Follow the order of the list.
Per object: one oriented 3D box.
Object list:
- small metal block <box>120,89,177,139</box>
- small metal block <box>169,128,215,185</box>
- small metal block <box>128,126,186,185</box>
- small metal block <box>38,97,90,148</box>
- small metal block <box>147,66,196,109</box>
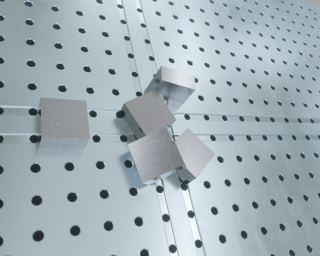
[{"bbox_3d":[-0.016,-0.016,0.405,0.050,0.025,0.050,-27,77,-30],"label":"small metal block"},{"bbox_3d":[0.036,0.036,0.405,0.050,0.025,0.050,45,51,3],"label":"small metal block"},{"bbox_3d":[-0.003,0.034,0.368,0.050,0.025,0.050,-26,71,7],"label":"small metal block"},{"bbox_3d":[-0.110,-0.005,0.352,0.050,0.025,0.050,2,61,-27],"label":"small metal block"},{"bbox_3d":[0.015,-0.055,0.433,0.050,0.050,0.025,13,56,-21],"label":"small metal block"}]
